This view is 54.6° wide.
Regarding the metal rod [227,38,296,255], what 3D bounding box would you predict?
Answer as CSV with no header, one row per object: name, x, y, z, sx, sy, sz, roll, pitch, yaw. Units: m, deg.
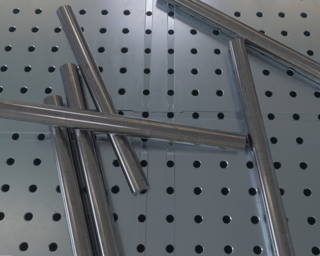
metal rod,0.128,0.015,0.406,0.025,0.025,0.299,-6,70,-2

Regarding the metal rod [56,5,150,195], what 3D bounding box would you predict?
metal rod,-0.085,-0.051,0.429,0.025,0.025,0.299,-23,72,-8

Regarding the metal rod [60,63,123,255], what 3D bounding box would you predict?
metal rod,-0.087,0.050,0.393,0.025,0.025,0.299,-16,71,-6

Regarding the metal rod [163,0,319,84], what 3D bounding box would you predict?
metal rod,0.125,-0.142,0.464,0.300,0.025,0.025,32,73,11

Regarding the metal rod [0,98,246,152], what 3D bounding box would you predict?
metal rod,-0.041,-0.002,0.387,0.302,0.025,0.025,8,70,-7

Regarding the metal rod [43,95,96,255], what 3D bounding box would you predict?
metal rod,-0.104,0.096,0.376,0.025,0.025,0.299,-16,71,-6
